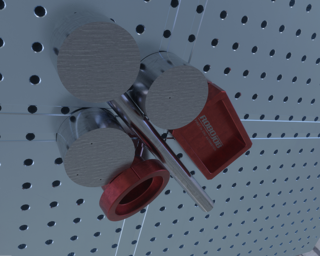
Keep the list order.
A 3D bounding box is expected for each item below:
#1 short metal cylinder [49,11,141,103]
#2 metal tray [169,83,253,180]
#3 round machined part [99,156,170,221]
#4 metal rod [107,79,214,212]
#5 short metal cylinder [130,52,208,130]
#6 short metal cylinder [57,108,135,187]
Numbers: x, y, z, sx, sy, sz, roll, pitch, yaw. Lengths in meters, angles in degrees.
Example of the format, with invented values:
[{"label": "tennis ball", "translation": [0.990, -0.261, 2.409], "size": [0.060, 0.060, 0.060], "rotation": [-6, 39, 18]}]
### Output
[{"label": "short metal cylinder", "translation": [-0.067, -0.072, 0.314], "size": [0.081, 0.050, 0.079], "rotation": [-14, 124, -21]}, {"label": "metal tray", "translation": [0.074, 0.009, 0.453], "size": [0.090, 0.030, 0.130], "rotation": [-39, 130, -1]}, {"label": "round machined part", "translation": [-0.038, 0.075, 0.412], "size": [0.099, 0.042, 0.098], "rotation": [-32, 151, -20]}, {"label": "metal rod", "translation": [0.011, 0.043, 0.444], "size": [0.025, 0.025, 0.300], "rotation": [-39, 129, -2]}, {"label": "short metal cylinder", "translation": [0.010, -0.045, 0.372], "size": [0.081, 0.050, 0.079], "rotation": [-14, 124, -21]}, {"label": "short metal cylinder", "translation": [-0.076, 0.023, 0.367], "size": [0.081, 0.050, 0.079], "rotation": [-14, 124, -21]}]
